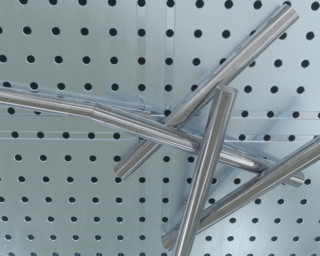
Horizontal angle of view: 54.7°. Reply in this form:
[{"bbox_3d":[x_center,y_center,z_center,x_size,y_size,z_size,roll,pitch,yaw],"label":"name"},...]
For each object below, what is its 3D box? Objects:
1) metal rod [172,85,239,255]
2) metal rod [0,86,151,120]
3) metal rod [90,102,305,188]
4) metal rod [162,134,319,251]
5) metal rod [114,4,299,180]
[{"bbox_3d":[0.049,0.089,0.404,0.025,0.025,0.298,9,115,-4],"label":"metal rod"},{"bbox_3d":[-0.163,-0.034,0.398,0.302,0.025,0.025,10,110,-4],"label":"metal rod"},{"bbox_3d":[0.060,0.027,0.403,0.302,0.025,0.025,19,109,-15],"label":"metal rod"},{"bbox_3d":[0.115,0.090,0.420,0.025,0.025,0.299,43,115,-15],"label":"metal rod"},{"bbox_3d":[0.050,-0.037,0.400,0.025,0.025,0.299,43,104,-14],"label":"metal rod"}]
